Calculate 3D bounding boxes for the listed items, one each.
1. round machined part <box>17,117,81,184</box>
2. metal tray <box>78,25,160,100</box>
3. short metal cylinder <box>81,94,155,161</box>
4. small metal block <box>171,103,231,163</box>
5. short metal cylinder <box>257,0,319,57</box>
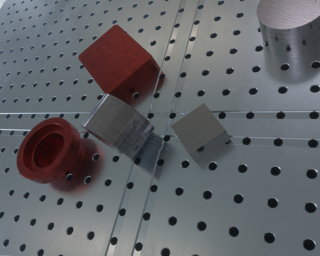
[{"bbox_3d":[-0.158,0.036,0.458,0.098,0.042,0.098,-13,56,21],"label":"round machined part"},{"bbox_3d":[-0.071,-0.108,0.509,0.090,0.030,0.130,-41,51,0],"label":"metal tray"},{"bbox_3d":[-0.054,0.000,0.401,0.080,0.080,0.050,26,76,37],"label":"short metal cylinder"},{"bbox_3d":[0.049,0.006,0.379,0.050,0.025,0.050,-35,51,5],"label":"small metal block"},{"bbox_3d":[0.167,-0.136,0.388,0.080,0.050,0.080,-13,56,21],"label":"short metal cylinder"}]
